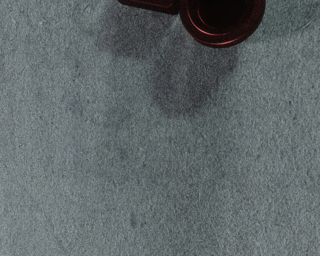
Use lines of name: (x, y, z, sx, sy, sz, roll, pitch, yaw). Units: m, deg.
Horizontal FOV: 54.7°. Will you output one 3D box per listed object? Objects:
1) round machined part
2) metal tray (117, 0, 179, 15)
round machined part: (0.076, -0.144, 0.373, 0.098, 0.042, 0.097, 0, 90, 19)
metal tray: (-0.003, -0.224, 0.406, 0.090, 0.030, 0.129, 19, 96, 18)
